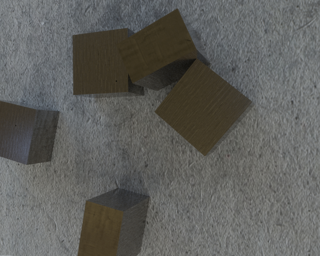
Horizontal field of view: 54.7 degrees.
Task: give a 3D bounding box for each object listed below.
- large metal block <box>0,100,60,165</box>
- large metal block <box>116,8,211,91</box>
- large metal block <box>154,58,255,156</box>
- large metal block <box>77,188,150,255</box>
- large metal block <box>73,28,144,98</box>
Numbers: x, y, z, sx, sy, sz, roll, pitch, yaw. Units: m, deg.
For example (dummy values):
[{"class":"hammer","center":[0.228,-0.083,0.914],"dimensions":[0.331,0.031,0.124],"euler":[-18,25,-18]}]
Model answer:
[{"class":"large metal block","center":[-0.208,0.005,0.469],"dimensions":[0.080,0.050,0.080],"euler":[13,94,19]},{"class":"large metal block","center":[0.008,-0.089,0.377],"dimensions":[0.080,0.080,0.050],"euler":[-25,82,18]},{"class":"large metal block","center":[0.055,-0.024,0.376],"dimensions":[0.080,0.050,0.080],"euler":[42,103,15]},{"class":"large metal block","center":[-0.057,0.130,0.400],"dimensions":[0.050,0.080,0.079],"euler":[11,94,20]},{"class":"large metal block","center":[-0.069,-0.084,0.420],"dimensions":[0.080,0.050,0.080],"euler":[-1,90,20]}]
